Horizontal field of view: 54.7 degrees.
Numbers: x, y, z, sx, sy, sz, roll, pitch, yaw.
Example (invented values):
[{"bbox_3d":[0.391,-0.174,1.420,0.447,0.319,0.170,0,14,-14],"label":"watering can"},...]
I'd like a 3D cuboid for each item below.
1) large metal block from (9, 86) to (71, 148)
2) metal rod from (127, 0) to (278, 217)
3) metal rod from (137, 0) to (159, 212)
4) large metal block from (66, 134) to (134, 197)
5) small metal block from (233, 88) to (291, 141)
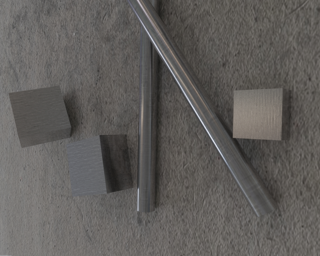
[{"bbox_3d":[-0.203,-0.020,0.528,0.080,0.081,0.050,70,156,16],"label":"large metal block"},{"bbox_3d":[0.039,-0.041,0.355,0.025,0.025,0.299,-39,71,33],"label":"metal rod"},{"bbox_3d":[-0.016,-0.038,0.418,0.025,0.025,0.298,2,91,40],"label":"metal rod"},{"bbox_3d":[-0.091,0.056,0.464,0.080,0.050,0.080,-14,81,39],"label":"large metal block"},{"bbox_3d":[0.104,-0.014,0.319,0.050,0.025,0.050,2,91,40],"label":"small metal block"}]
